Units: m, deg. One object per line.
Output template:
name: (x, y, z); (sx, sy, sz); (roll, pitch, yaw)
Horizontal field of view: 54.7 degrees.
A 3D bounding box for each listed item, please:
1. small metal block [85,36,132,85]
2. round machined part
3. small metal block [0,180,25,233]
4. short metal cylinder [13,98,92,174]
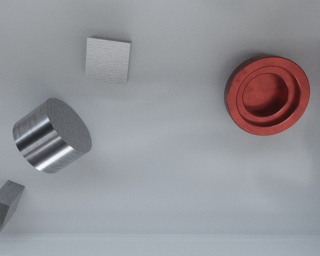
small metal block: (-0.063, -0.083, 0.380); (0.050, 0.025, 0.050); (7, 110, -3)
round machined part: (0.129, -0.043, 0.388); (0.099, 0.042, 0.097); (0, 110, -1)
small metal block: (-0.220, 0.110, 0.435); (0.025, 0.050, 0.050); (25, 108, -9)
short metal cylinder: (-0.131, 0.009, 0.384); (0.050, 0.080, 0.080); (-33, 107, 11)
